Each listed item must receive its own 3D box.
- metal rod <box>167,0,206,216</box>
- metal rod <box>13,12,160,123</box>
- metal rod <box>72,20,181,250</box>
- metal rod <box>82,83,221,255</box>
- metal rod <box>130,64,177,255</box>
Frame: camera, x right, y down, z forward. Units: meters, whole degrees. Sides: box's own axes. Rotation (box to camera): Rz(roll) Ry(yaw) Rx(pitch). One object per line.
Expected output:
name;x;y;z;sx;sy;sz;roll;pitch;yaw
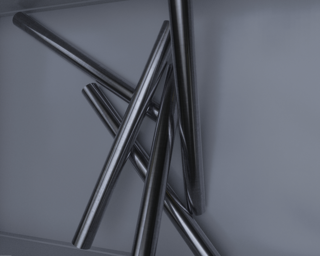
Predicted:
metal rod;0.030;-0.034;0.345;0.025;0.025;0.298;1;111;20
metal rod;-0.103;-0.089;0.446;0.300;0.025;0.025;35;101;16
metal rod;-0.041;0.008;0.390;0.025;0.025;0.299;22;89;18
metal rod;-0.015;0.057;0.402;0.025;0.025;0.300;-42;72;15
metal rod;-0.004;0.058;0.346;0.025;0.025;0.299;2;65;20
